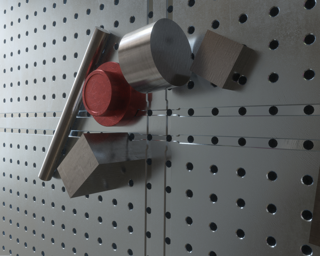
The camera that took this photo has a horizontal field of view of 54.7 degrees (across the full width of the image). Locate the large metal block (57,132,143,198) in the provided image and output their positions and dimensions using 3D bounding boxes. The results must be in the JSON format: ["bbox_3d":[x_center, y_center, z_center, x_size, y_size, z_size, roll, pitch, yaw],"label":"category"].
[{"bbox_3d":[-0.086,0.051,0.444,0.080,0.081,0.050,-48,62,29],"label":"large metal block"}]

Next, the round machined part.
[{"bbox_3d":[-0.079,-0.051,0.463,0.098,0.042,0.097,0,91,40],"label":"round machined part"}]

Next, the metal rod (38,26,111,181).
[{"bbox_3d":[-0.154,-0.030,0.536,0.025,0.025,0.298,42,115,32],"label":"metal rod"}]

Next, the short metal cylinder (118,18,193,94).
[{"bbox_3d":[-0.004,-0.085,0.377,0.050,0.081,0.080,-8,85,40],"label":"short metal cylinder"}]

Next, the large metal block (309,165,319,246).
[{"bbox_3d":[0.159,0.049,0.242,0.050,0.081,0.079,10,96,39],"label":"large metal block"}]

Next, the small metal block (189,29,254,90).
[{"bbox_3d":[0.069,-0.077,0.353,0.050,0.025,0.050,37,113,33],"label":"small metal block"}]
